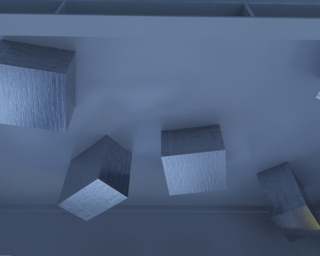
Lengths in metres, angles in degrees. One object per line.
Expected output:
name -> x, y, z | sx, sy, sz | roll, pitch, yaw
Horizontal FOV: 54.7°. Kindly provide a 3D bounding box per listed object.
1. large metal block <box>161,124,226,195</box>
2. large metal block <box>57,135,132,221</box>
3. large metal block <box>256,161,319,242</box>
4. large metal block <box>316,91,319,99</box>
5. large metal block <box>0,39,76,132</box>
large metal block -> 0.047, 0.046, 0.432 | 0.080, 0.050, 0.080 | -7, 130, 5
large metal block -> -0.088, 0.069, 0.431 | 0.080, 0.080, 0.050 | -34, 123, 25
large metal block -> 0.196, 0.112, 0.470 | 0.050, 0.080, 0.080 | -28, 125, 21
large metal block -> 0.227, -0.056, 0.322 | 0.080, 0.050, 0.079 | 31, 134, 22
large metal block -> -0.142, -0.046, 0.352 | 0.081, 0.050, 0.079 | 8, 130, -7
